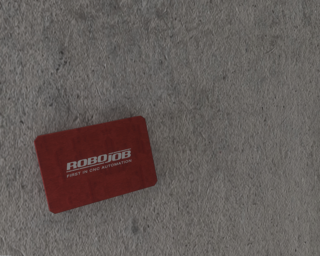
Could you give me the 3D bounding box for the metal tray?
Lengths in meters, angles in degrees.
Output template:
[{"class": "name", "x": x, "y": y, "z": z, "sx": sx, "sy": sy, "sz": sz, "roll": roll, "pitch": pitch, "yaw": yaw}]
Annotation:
[{"class": "metal tray", "x": -0.076, "y": 0.041, "z": 0.378, "sx": 0.131, "sy": 0.030, "sz": 0.090, "roll": -12, "pitch": 94, "yaw": -20}]
